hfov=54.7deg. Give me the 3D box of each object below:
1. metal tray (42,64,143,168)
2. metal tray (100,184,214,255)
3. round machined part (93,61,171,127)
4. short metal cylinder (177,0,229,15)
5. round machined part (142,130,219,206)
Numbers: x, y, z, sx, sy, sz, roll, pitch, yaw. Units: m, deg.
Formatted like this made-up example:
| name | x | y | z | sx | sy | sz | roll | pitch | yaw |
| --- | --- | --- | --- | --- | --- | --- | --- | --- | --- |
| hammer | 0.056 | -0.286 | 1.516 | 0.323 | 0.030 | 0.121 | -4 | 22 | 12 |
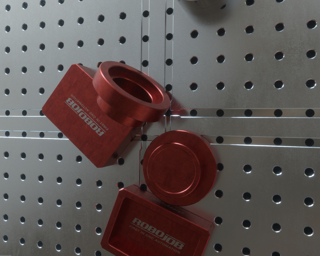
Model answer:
| name | x | y | z | sx | sy | sz | roll | pitch | yaw |
| --- | --- | --- | --- | --- | --- | --- | --- | --- | --- |
| metal tray | -0.097 | -0.018 | 0.443 | 0.130 | 0.030 | 0.090 | 42 | 103 | 15 |
| metal tray | -0.006 | 0.143 | 0.411 | 0.130 | 0.030 | 0.089 | 22 | 97 | 18 |
| round machined part | -0.039 | -0.038 | 0.388 | 0.098 | 0.099 | 0.042 | 42 | 117 | 15 |
| short metal cylinder | 0.050 | -0.187 | 0.381 | 0.080 | 0.050 | 0.079 | 0 | 90 | 19 |
| round machined part | 0.022 | 0.051 | 0.395 | 0.098 | 0.042 | 0.097 | 0 | 90 | 19 |
